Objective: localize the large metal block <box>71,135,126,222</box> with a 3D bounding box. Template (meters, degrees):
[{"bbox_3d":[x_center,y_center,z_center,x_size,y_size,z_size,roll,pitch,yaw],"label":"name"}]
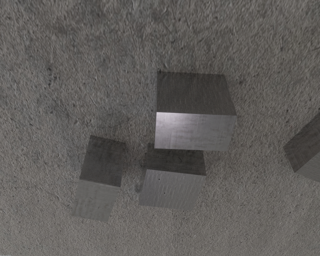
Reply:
[{"bbox_3d":[-0.085,0.070,0.430,0.050,0.080,0.079,14,129,-11],"label":"large metal block"}]

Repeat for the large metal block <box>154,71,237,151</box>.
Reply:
[{"bbox_3d":[0.035,-0.021,0.354,0.081,0.080,0.050,3,130,-2],"label":"large metal block"}]

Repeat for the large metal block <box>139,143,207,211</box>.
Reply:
[{"bbox_3d":[0.016,0.073,0.453,0.081,0.050,0.079,8,130,-7],"label":"large metal block"}]

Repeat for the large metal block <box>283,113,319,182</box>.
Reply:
[{"bbox_3d":[0.232,0.030,0.418,0.080,0.050,0.080,21,127,-17],"label":"large metal block"}]
